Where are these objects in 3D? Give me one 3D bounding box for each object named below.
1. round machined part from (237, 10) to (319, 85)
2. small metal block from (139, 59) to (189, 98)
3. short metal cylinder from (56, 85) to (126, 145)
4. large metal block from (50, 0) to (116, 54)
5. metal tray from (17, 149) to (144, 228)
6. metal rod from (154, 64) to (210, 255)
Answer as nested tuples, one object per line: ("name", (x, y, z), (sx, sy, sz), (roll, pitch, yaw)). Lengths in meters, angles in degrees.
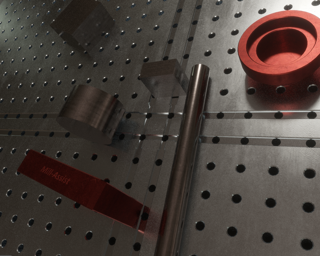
("round machined part", (0.148, -0.092, 0.376), (0.098, 0.042, 0.098), (-13, 56, 20))
("small metal block", (0.007, -0.067, 0.428), (0.050, 0.050, 0.025), (-2, 61, 27))
("short metal cylinder", (-0.095, -0.017, 0.432), (0.080, 0.080, 0.050), (8, 66, 31))
("large metal block", (-0.147, -0.198, 0.588), (0.080, 0.050, 0.080), (30, 78, 37))
("metal tray", (-0.095, 0.071, 0.370), (0.130, 0.090, 0.030), (15, 70, 33))
("metal rod", (0.026, 0.051, 0.362), (0.025, 0.025, 0.300), (-1, 61, 27))
